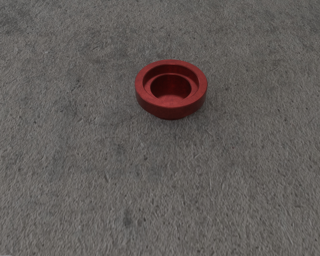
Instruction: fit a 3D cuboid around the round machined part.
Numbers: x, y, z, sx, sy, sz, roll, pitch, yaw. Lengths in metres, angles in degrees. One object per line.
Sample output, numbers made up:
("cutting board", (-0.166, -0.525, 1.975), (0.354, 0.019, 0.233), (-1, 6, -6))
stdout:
("round machined part", (0.015, -0.049, 0.434), (0.099, 0.042, 0.098), (0, 50, 0))
